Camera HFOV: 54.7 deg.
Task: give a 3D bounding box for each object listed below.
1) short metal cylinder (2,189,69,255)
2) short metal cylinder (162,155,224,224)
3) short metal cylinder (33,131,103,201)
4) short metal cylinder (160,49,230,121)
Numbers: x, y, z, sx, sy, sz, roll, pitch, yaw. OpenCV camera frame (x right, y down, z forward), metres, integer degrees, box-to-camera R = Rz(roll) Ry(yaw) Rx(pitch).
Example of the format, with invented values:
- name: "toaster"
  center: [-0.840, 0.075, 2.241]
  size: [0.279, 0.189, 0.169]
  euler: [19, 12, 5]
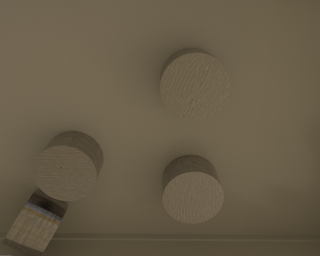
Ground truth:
- name: "short metal cylinder"
  center: [-0.170, 0.132, 0.429]
  size: [0.050, 0.080, 0.080]
  euler: [31, 107, -11]
- name: "short metal cylinder"
  center: [0.044, 0.084, 0.429]
  size: [0.081, 0.050, 0.079]
  euler: [0, 110, 0]
- name: "short metal cylinder"
  center: [-0.120, 0.050, 0.415]
  size: [0.081, 0.050, 0.079]
  euler: [0, 110, 0]
- name: "short metal cylinder"
  center: [0.040, -0.054, 0.378]
  size: [0.081, 0.050, 0.079]
  euler: [0, 110, 0]
